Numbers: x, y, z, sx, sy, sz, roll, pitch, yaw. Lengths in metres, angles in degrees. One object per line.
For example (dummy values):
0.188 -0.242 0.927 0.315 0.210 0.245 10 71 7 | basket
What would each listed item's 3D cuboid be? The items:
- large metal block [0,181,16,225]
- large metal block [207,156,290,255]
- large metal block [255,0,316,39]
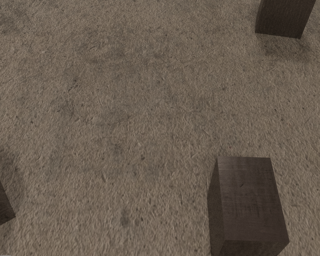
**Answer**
-0.212 0.073 0.323 0.081 0.050 0.080 -28 56 -22 | large metal block
0.078 0.083 0.299 0.050 0.080 0.080 2 50 1 | large metal block
0.220 -0.212 0.548 0.080 0.080 0.050 11 51 8 | large metal block
